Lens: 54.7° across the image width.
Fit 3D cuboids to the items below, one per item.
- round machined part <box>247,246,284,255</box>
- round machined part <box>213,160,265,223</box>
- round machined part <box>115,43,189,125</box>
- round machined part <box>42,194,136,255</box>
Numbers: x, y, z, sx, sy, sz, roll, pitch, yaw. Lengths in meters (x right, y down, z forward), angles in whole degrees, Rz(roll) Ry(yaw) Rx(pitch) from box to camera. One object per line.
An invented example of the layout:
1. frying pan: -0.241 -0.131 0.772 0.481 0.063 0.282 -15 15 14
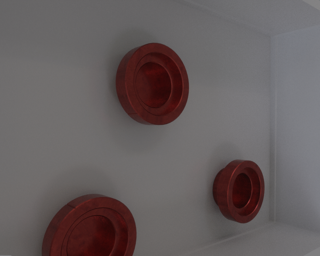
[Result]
1. round machined part: 0.181 0.259 0.550 0.099 0.042 0.097 0 90 -40
2. round machined part: 0.123 0.099 0.498 0.099 0.042 0.097 0 90 -40
3. round machined part: -0.013 -0.052 0.384 0.099 0.042 0.097 0 90 -40
4. round machined part: -0.077 0.119 0.331 0.099 0.042 0.097 0 90 -40
